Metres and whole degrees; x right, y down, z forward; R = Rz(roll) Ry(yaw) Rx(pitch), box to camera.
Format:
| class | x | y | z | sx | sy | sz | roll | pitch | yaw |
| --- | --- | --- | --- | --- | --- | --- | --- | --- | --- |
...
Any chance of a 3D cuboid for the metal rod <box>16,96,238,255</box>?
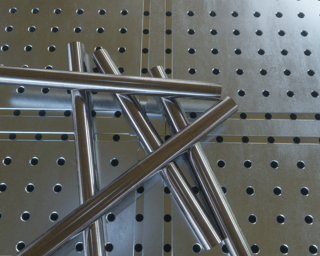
| class | x | y | z | sx | sy | sz | roll | pitch | yaw |
| --- | --- | --- | --- | --- | --- | --- | --- | --- | --- |
| metal rod | -0.027 | 0.056 | 0.364 | 0.301 | 0.025 | 0.025 | -36 | 74 | -13 |

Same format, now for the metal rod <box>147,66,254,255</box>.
| class | x | y | z | sx | sy | sz | roll | pitch | yaw |
| --- | --- | --- | --- | --- | --- | --- | --- | --- | --- |
| metal rod | 0.051 | 0.049 | 0.394 | 0.025 | 0.025 | 0.299 | -21 | 72 | -8 |

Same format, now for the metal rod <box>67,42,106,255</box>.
| class | x | y | z | sx | sy | sz | roll | pitch | yaw |
| --- | --- | --- | --- | --- | --- | --- | --- | --- | --- |
| metal rod | -0.098 | 0.019 | 0.403 | 0.025 | 0.025 | 0.299 | -9 | 70 | -4 |

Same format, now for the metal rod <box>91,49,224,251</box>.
| class | x | y | z | sx | sy | sz | roll | pitch | yaw |
| --- | --- | --- | --- | --- | --- | --- | --- | --- | --- |
| metal rod | -0.012 | 0.015 | 0.405 | 0.025 | 0.025 | 0.299 | -29 | 73 | -10 |

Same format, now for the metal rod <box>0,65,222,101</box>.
| class | x | y | z | sx | sy | sz | roll | pitch | yaw |
| --- | --- | --- | --- | --- | --- | --- | --- | --- | --- |
| metal rod | -0.072 | -0.059 | 0.406 | 0.302 | 0.025 | 0.025 | 5 | 70 | 1 |
